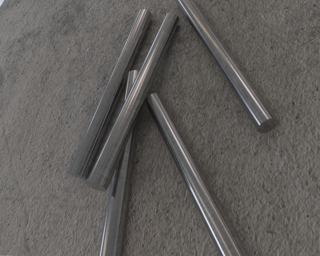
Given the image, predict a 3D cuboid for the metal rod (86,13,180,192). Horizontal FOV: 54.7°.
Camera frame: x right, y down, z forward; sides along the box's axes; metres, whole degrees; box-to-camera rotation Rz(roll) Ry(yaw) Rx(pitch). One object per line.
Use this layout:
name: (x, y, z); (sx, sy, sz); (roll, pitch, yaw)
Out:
metal rod: (-0.027, -0.055, 0.429); (0.025, 0.025, 0.300); (2, 56, 29)

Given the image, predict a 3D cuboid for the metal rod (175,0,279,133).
metal rod: (0.077, -0.114, 0.433); (0.025, 0.025, 0.299); (-29, 52, 10)

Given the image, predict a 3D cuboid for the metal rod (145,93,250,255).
metal rod: (0.044, 0.066, 0.340); (0.025, 0.025, 0.300); (-32, 52, 7)

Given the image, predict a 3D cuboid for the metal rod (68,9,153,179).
metal rod: (-0.069, -0.066, 0.480); (0.025, 0.025, 0.300); (5, 64, 30)

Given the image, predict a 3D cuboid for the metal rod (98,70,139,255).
metal rod: (-0.048, 0.050, 0.398); (0.025, 0.025, 0.299); (-9, 58, 23)
